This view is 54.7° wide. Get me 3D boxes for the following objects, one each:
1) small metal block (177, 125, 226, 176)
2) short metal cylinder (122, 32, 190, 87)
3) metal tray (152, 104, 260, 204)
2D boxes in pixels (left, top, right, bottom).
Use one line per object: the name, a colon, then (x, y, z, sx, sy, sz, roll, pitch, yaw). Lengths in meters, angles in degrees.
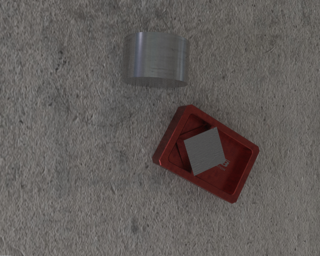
small metal block: (0.054, 0.029, 0.412, 0.050, 0.025, 0.050, -22, 104, -19)
short metal cylinder: (-0.005, -0.080, 0.378, 0.081, 0.080, 0.050, 4, 89, -20)
metal tray: (0.066, 0.037, 0.430, 0.131, 0.030, 0.090, 30, 80, -18)
